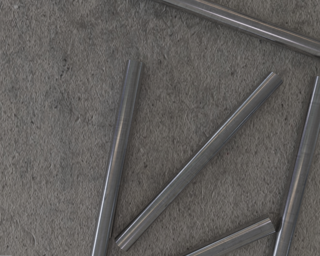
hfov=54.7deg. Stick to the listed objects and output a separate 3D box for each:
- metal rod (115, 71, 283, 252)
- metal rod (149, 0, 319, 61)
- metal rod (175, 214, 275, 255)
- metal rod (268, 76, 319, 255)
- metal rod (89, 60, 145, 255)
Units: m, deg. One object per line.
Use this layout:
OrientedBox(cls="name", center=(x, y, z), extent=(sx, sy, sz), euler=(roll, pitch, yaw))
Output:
OrientedBox(cls="metal rod", center=(0.051, 0.044, 0.410), extent=(0.025, 0.025, 0.300), euler=(43, 90, 0))
OrientedBox(cls="metal rod", center=(0.085, -0.148, 0.410), extent=(0.301, 0.025, 0.025), euler=(19, 90, 0))
OrientedBox(cls="metal rod", center=(0.009, 0.189, 0.409), extent=(0.301, 0.025, 0.025), euler=(-25, 90, 0))
OrientedBox(cls="metal rod", center=(0.180, 0.080, 0.411), extent=(0.025, 0.025, 0.298), euler=(14, 90, 0))
OrientedBox(cls="metal rod", center=(-0.060, 0.060, 0.409), extent=(0.025, 0.025, 0.298), euler=(11, 90, 0))
